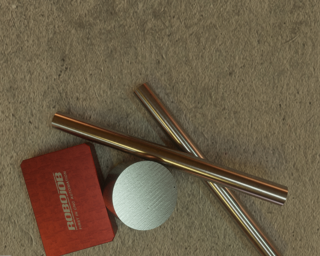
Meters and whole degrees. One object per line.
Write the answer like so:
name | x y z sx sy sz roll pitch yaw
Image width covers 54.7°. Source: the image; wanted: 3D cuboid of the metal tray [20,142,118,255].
metal tray | -0.117 0.092 0.406 0.091 0.030 0.129 -16 90 -1

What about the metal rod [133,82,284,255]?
metal rod | 0.066 0.065 0.410 0.025 0.025 0.300 -38 91 0

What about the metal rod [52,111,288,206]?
metal rod | 0.006 0.036 0.390 0.301 0.025 0.025 18 90 7

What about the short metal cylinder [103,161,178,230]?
short metal cylinder | -0.025 0.080 0.384 0.081 0.050 0.080 2 84 -23
